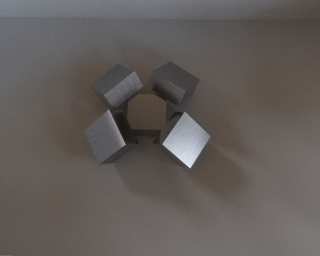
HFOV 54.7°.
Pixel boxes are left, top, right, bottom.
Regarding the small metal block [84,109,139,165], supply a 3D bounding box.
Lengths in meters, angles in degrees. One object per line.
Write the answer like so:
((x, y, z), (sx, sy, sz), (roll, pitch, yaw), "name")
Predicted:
((-0.062, 0.012, 0.390), (0.050, 0.025, 0.050), (-37, 70, 27), "small metal block")

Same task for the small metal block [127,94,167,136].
((-0.017, -0.017, 0.413), (0.050, 0.025, 0.050), (2, 70, 0), "small metal block")

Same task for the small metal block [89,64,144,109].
((-0.059, -0.057, 0.414), (0.050, 0.025, 0.050), (-41, 38, -13), "small metal block")

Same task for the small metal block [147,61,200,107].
((0.019, -0.061, 0.417), (0.050, 0.025, 0.050), (33, 36, 11), "small metal block")

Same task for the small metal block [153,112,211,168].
((0.028, 0.015, 0.390), (0.050, 0.025, 0.050), (42, 72, -22), "small metal block")
